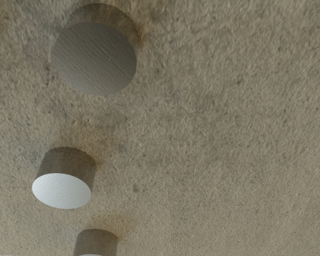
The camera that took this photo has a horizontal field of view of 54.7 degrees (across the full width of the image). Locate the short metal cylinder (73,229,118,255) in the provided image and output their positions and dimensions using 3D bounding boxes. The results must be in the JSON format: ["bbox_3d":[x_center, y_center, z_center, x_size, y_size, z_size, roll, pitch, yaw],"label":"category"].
[{"bbox_3d":[-0.123,0.237,0.591,0.081,0.050,0.079,0,130,0],"label":"short metal cylinder"}]

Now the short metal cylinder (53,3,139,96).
[{"bbox_3d":[-0.063,-0.081,0.321,0.081,0.050,0.079,0,130,0],"label":"short metal cylinder"}]

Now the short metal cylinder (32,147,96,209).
[{"bbox_3d":[-0.137,0.074,0.451,0.081,0.050,0.079,0,130,0],"label":"short metal cylinder"}]
